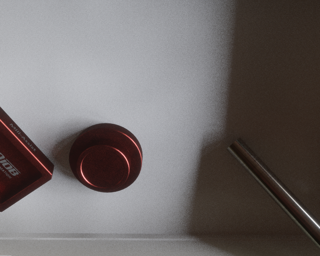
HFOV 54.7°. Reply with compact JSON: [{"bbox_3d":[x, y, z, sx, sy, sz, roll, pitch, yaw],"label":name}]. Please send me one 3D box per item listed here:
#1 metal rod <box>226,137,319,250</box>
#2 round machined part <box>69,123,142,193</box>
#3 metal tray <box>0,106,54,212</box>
[{"bbox_3d":[0.197,0.131,0.391,0.025,0.025,0.300,-45,77,14],"label":"metal rod"},{"bbox_3d":[-0.074,0.046,0.418,0.099,0.042,0.097,0,110,-1],"label":"round machined part"},{"bbox_3d":[-0.216,0.037,0.404,0.090,0.030,0.130,-34,113,0],"label":"metal tray"}]
